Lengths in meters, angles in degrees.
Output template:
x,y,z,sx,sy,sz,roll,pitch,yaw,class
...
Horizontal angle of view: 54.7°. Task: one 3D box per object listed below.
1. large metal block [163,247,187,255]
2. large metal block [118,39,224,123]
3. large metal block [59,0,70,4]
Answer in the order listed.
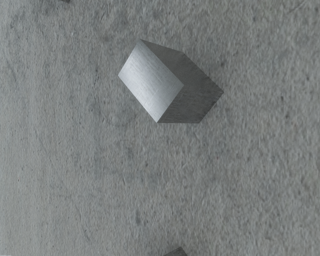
x,y,z,sx,sy,sz,roll,pitch,yaw,class
-0.005,0.199,0.372,0.050,0.081,0.080,50,119,28,large metal block
0.013,-0.051,0.357,0.080,0.081,0.050,51,120,27,large metal block
-0.202,-0.264,0.533,0.080,0.081,0.050,41,115,32,large metal block
